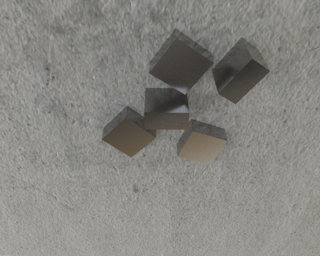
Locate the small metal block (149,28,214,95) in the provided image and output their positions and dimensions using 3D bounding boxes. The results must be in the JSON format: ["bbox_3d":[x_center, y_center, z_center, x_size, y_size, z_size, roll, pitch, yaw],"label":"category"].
[{"bbox_3d":[0.023,-0.073,0.346,0.050,0.025,0.050,28,125,-22],"label":"small metal block"}]

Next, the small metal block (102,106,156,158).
[{"bbox_3d":[-0.041,0.006,0.412,0.050,0.025,0.050,35,122,-27],"label":"small metal block"}]

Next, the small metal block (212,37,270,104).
[{"bbox_3d":[0.086,-0.063,0.339,0.025,0.050,0.050,28,125,-22],"label":"small metal block"}]

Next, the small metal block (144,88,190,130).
[{"bbox_3d":[0.007,-0.024,0.371,0.050,0.050,0.025,1,130,-1],"label":"small metal block"}]

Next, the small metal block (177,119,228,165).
[{"bbox_3d":[0.056,0.020,0.425,0.050,0.025,0.050,16,128,-14],"label":"small metal block"}]
